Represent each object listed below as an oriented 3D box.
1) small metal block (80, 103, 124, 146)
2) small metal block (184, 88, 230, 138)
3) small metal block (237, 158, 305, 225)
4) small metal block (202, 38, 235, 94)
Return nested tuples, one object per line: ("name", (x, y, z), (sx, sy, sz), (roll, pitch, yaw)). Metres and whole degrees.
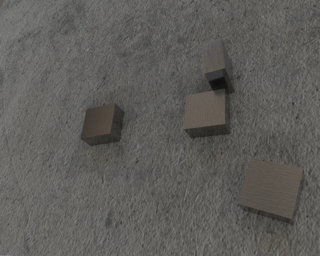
("small metal block", (-0.083, -0.005, 0.450), (0.050, 0.025, 0.050), (-10, 57, 23))
("small metal block", (0.059, -0.017, 0.384), (0.050, 0.025, 0.050), (-8, 58, 24))
("small metal block", (0.111, 0.062, 0.308), (0.050, 0.025, 0.050), (10, 67, 32))
("small metal block", (0.075, -0.077, 0.395), (0.025, 0.050, 0.050), (-12, 57, 22))
